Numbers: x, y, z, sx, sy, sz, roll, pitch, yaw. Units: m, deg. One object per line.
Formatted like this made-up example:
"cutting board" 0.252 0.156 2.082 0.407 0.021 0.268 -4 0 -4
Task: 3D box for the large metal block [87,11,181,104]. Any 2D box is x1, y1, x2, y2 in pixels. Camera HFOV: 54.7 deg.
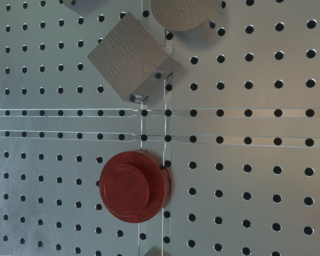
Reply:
"large metal block" -0.034 -0.090 0.410 0.080 0.050 0.080 -43 77 14

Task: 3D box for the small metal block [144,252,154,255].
"small metal block" -0.010 0.205 0.415 0.050 0.025 0.050 26 98 17

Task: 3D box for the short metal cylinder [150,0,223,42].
"short metal cylinder" 0.035 -0.154 0.387 0.080 0.050 0.079 0 90 19

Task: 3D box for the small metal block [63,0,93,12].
"small metal block" -0.121 -0.209 0.454 0.050 0.025 0.050 -25 82 18

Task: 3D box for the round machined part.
"round machined part" -0.040 0.080 0.416 0.098 0.042 0.097 0 90 19
